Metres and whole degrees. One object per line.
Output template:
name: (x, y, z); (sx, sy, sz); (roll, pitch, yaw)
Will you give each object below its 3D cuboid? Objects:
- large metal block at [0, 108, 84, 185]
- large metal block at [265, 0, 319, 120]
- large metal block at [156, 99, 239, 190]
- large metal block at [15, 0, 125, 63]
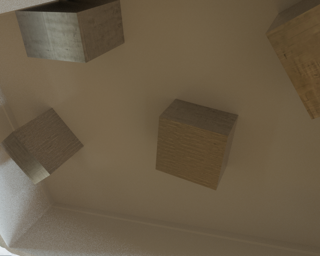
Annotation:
large metal block: (-0.183, 0.027, 0.487); (0.050, 0.080, 0.080); (-30, 102, 38)
large metal block: (0.137, -0.066, 0.260); (0.050, 0.080, 0.080); (-24, 105, 37)
large metal block: (0.044, 0.019, 0.381); (0.080, 0.050, 0.079); (17, 125, 18)
large metal block: (-0.098, -0.114, 0.354); (0.080, 0.080, 0.050); (10, 123, 22)
